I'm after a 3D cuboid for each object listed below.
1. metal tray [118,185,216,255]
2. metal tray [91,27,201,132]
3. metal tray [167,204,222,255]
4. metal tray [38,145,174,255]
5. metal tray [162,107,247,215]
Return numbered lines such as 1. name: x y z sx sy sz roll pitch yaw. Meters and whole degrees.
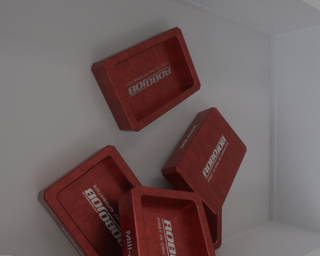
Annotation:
1. metal tray: 0.011 0.125 0.302 0.091 0.030 0.130 14 48 -31
2. metal tray: -0.011 -0.064 0.393 0.131 0.030 0.090 -36 112 -34
3. metal tray: 0.033 0.132 0.430 0.131 0.030 0.089 1 89 -40
4. metal tray: -0.054 0.096 0.335 0.091 0.030 0.130 -38 97 -33
5. metal tray: 0.067 0.044 0.434 0.090 0.030 0.130 49 50 -16
